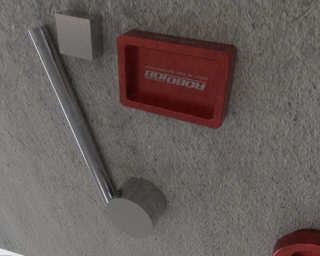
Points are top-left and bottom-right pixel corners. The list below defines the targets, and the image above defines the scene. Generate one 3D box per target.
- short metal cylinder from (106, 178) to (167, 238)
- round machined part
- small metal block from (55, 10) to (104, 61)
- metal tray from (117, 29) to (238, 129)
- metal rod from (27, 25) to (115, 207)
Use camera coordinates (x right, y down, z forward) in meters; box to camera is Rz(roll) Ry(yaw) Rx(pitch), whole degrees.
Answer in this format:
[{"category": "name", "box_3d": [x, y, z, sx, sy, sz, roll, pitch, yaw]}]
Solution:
[{"category": "short metal cylinder", "box_3d": [-0.037, 0.125, 0.488, 0.080, 0.050, 0.079, 13, 124, 21]}, {"category": "round machined part", "box_3d": [0.197, 0.169, 0.396, 0.098, 0.042, 0.097, 13, 124, 21]}, {"category": "small metal block", "box_3d": [-0.100, -0.116, 0.387, 0.050, 0.025, 0.050, 16, 125, 18]}, {"category": "metal tray", "box_3d": [0.016, -0.058, 0.359, 0.130, 0.030, 0.089, 15, 125, 19]}, {"category": "metal rod", "box_3d": [-0.123, -0.003, 0.469, 0.025, 0.025, 0.298, -3, 117, 29]}]
